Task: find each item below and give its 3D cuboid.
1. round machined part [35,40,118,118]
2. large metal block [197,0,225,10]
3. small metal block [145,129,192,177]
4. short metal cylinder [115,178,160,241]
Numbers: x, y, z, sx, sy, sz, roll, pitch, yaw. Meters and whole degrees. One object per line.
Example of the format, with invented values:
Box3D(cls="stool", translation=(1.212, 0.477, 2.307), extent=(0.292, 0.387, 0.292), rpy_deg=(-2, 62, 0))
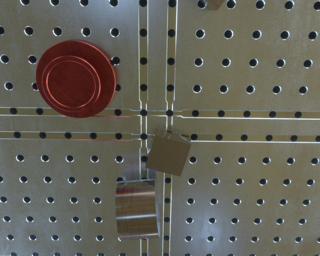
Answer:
Box3D(cls="round machined part", translation=(-0.104, -0.058, 0.382), extent=(0.099, 0.042, 0.097), rpy_deg=(0, 110, 0))
Box3D(cls="large metal block", translation=(0.052, -0.185, 0.332), extent=(0.080, 0.050, 0.080), rpy_deg=(35, 106, -12))
Box3D(cls="small metal block", translation=(0.011, 0.034, 0.426), extent=(0.050, 0.025, 0.050), rpy_deg=(15, 109, -6))
Box3D(cls="short metal cylinder", translation=(-0.028, 0.111, 0.425), extent=(0.050, 0.080, 0.079), rpy_deg=(-5, 110, 2))
